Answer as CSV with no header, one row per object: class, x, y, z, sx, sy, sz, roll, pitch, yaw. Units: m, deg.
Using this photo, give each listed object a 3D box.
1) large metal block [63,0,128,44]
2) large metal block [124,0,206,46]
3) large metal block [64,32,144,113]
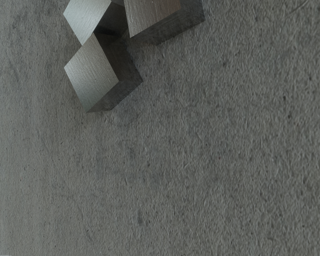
large metal block,-0.091,-0.172,0.464,0.080,0.050,0.080,-47,62,29
large metal block,0.002,-0.160,0.387,0.080,0.050,0.080,-17,80,39
large metal block,-0.083,-0.078,0.451,0.080,0.050,0.080,-36,75,34
